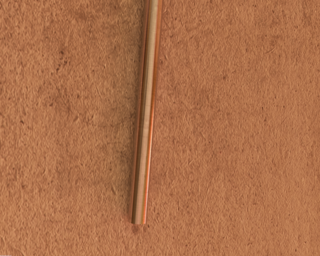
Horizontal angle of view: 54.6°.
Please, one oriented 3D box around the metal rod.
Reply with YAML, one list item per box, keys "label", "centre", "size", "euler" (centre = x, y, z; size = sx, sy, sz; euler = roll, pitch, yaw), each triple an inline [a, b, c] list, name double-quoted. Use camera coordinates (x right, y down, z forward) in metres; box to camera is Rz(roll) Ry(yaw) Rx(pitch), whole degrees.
- label: "metal rod"
  centre: [-0.018, -0.029, 0.402]
  size: [0.025, 0.025, 0.298]
  euler: [5, 88, -20]
